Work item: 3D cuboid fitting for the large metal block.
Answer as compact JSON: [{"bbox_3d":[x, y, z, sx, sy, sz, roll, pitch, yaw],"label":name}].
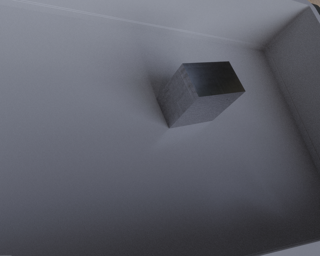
[{"bbox_3d":[0.054,-0.045,0.426,0.081,0.080,0.050,-10,67,-32],"label":"large metal block"}]
